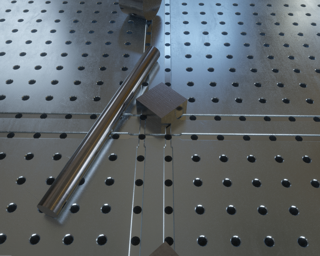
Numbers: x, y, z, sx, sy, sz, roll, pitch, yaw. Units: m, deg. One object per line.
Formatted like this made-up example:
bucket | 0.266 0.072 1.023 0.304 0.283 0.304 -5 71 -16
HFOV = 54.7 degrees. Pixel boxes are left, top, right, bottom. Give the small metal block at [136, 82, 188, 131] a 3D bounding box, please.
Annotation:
small metal block | 0.002 -0.032 0.434 0.050 0.025 0.050 -37 59 -27

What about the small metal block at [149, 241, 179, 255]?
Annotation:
small metal block | -0.006 0.136 0.277 0.050 0.050 0.025 -34 58 -25

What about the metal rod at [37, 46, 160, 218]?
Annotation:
metal rod | -0.066 -0.018 0.421 0.025 0.025 0.301 17 52 13

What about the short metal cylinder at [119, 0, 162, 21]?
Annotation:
short metal cylinder | -0.035 -0.249 0.581 0.050 0.080 0.080 22 53 17
